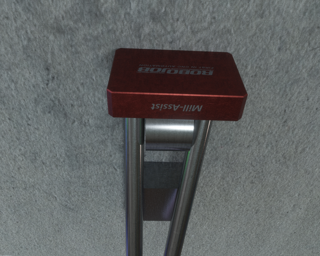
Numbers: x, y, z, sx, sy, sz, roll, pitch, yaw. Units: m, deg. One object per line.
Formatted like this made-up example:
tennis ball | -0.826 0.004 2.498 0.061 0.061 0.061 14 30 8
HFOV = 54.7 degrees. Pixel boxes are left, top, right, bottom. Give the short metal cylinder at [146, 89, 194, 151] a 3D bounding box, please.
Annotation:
short metal cylinder | 0.009 -0.013 0.363 0.050 0.080 0.079 1 130 -2

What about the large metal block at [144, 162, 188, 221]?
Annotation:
large metal block | 0.001 0.098 0.473 0.081 0.050 0.079 1 130 -2

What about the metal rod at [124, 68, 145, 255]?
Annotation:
metal rod | -0.034 0.070 0.408 0.025 0.025 0.298 1 115 -2

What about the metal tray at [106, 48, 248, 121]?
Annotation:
metal tray | 0.016 -0.048 0.325 0.131 0.090 0.030 2 130 -2

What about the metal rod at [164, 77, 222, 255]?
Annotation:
metal rod | 0.037 0.073 0.410 0.025 0.025 0.298 6 115 -6
